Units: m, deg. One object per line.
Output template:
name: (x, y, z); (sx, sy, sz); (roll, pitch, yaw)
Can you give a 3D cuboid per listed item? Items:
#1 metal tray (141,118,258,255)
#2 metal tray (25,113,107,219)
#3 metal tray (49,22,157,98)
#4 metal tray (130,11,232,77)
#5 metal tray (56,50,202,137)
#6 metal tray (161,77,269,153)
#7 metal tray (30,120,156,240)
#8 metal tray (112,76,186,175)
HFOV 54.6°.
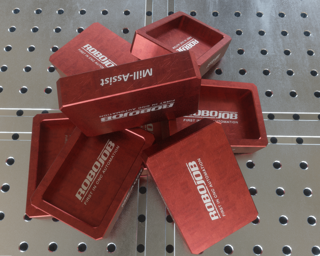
metal tray: (0.047, 0.065, 0.350); (0.090, 0.030, 0.130); (-28, 106, -9)
metal tray: (-0.114, 0.045, 0.393); (0.091, 0.030, 0.130); (-4, 69, -2)
metal tray: (-0.078, -0.084, 0.421); (0.090, 0.030, 0.130); (-43, 60, -14)
metal tray: (0.033, -0.111, 0.414); (0.090, 0.030, 0.131); (32, 40, 11)
metal tray: (-0.026, -0.031, 0.320); (0.131, 0.090, 0.030); (-13, 71, 0)
metal tray: (0.067, -0.015, 0.396); (0.131, 0.030, 0.090); (2, 69, -18)
metal tray: (-0.072, 0.049, 0.358); (0.090, 0.030, 0.130); (25, 72, 9)
metal tray: (-0.018, -0.005, 0.411); (0.091, 0.030, 0.130); (-4, 68, -3)
